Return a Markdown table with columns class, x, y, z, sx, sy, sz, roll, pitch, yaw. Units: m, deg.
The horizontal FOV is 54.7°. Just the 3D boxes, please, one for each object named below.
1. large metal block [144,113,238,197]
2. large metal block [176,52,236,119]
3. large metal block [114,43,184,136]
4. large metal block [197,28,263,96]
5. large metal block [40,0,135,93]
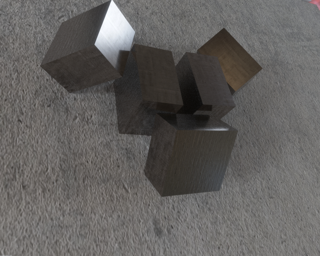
| class | x | y | z | sx | sy | sz | roll | pitch | yaw |
| --- | --- | --- | --- | --- | --- | --- | --- | --- | --- |
| large metal block | 0.034 | 0.029 | 0.364 | 0.081 | 0.079 | 0.050 | 1 | 22 | -28 |
| large metal block | 0.048 | -0.044 | 0.425 | 0.050 | 0.080 | 0.080 | 1 | 62 | -28 |
| large metal block | -0.019 | -0.044 | 0.388 | 0.050 | 0.080 | 0.080 | 5 | 60 | -26 |
| large metal block | 0.101 | -0.093 | 0.475 | 0.050 | 0.080 | 0.080 | -41 | 84 | -1 |
| large metal block | -0.084 | -0.096 | 0.373 | 0.050 | 0.080 | 0.080 | 49 | 39 | -43 |
